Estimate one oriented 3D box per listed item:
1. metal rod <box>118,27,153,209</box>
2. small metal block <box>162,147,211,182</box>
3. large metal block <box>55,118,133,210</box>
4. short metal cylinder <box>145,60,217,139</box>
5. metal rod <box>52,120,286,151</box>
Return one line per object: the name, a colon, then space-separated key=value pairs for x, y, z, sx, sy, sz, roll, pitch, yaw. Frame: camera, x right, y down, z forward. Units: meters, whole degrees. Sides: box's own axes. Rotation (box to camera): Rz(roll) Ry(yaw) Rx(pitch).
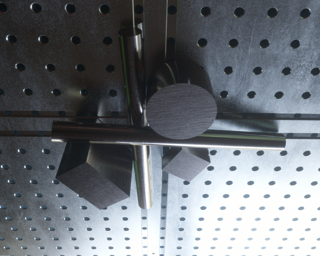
metal rod: x=-0.028 y=0.012 z=0.422 sx=0.025 sy=0.025 sz=0.298 roll=-1 pitch=130 yaw=1
small metal block: x=0.037 y=0.047 z=0.454 sx=0.050 sy=0.025 sz=0.050 roll=26 pitch=125 yaw=-21
large metal block: x=-0.082 y=0.048 z=0.414 sx=0.050 sy=0.080 sz=0.080 roll=-28 pitch=125 yaw=21
short metal cylinder: x=0.024 y=-0.033 z=0.368 sx=0.081 sy=0.050 sz=0.079 roll=0 pitch=130 yaw=0
metal rod: x=0.021 y=0.012 z=0.397 sx=0.302 sy=0.025 sz=0.025 roll=3 pitch=131 yaw=-13
